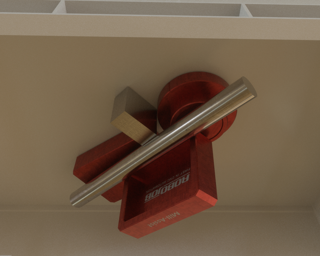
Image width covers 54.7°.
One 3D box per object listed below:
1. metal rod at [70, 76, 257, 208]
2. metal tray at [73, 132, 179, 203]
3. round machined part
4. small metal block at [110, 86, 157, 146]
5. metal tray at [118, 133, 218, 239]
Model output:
[{"bbox_3d":[-0.017,0.033,0.383,0.299,0.025,0.025,-35,123,30],"label":"metal rod"},{"bbox_3d":[-0.047,0.053,0.449,0.130,0.030,0.090,-28,125,21],"label":"metal tray"},{"bbox_3d":[0.046,-0.017,0.382,0.099,0.042,0.097,-1,130,0],"label":"round machined part"},{"bbox_3d":[-0.030,-0.015,0.378,0.025,0.050,0.050,-37,121,27],"label":"small metal block"},{"bbox_3d":[0.006,0.069,0.374,0.030,0.090,0.130,34,128,-29],"label":"metal tray"}]
